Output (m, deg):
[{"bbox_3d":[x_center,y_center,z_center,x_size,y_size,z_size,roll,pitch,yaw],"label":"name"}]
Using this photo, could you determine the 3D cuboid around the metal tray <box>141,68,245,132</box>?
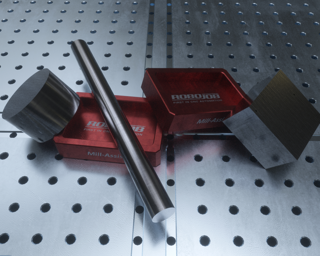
[{"bbox_3d":[0.051,-0.042,0.415,0.131,0.030,0.090,-5,48,-26],"label":"metal tray"}]

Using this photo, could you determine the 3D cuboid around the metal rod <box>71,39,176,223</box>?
[{"bbox_3d":[-0.060,-0.020,0.385,0.025,0.025,0.300,-20,53,-16],"label":"metal rod"}]

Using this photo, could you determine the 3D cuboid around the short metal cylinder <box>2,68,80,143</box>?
[{"bbox_3d":[-0.149,-0.029,0.391,0.080,0.050,0.080,-25,40,24],"label":"short metal cylinder"}]

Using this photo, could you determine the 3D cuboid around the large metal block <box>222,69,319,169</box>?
[{"bbox_3d":[0.138,-0.010,0.378,0.080,0.050,0.080,47,60,-3],"label":"large metal block"}]

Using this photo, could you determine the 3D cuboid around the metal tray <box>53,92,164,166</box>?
[{"bbox_3d":[-0.059,-0.001,0.404,0.131,0.030,0.090,5,50,4],"label":"metal tray"}]
